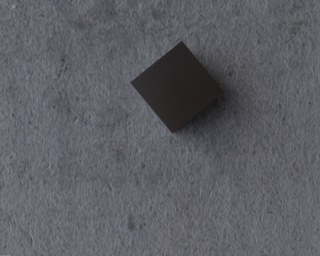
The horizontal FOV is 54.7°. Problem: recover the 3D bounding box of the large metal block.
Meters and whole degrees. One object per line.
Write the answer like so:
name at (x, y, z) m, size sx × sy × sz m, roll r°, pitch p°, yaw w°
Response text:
large metal block at (0.021, -0.049, 0.398) m, size 0.080 × 0.050 × 0.080 m, roll -39°, pitch 91°, yaw 0°
